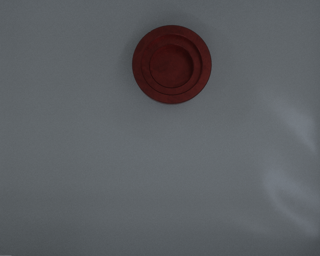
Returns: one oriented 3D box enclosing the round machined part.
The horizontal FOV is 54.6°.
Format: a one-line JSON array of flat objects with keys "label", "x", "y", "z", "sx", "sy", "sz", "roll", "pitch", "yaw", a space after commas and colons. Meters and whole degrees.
[{"label": "round machined part", "x": 0.015, "y": -0.079, "z": 0.403, "sx": 0.099, "sy": 0.042, "sz": 0.097, "roll": 0, "pitch": 90, "yaw": 0}]
